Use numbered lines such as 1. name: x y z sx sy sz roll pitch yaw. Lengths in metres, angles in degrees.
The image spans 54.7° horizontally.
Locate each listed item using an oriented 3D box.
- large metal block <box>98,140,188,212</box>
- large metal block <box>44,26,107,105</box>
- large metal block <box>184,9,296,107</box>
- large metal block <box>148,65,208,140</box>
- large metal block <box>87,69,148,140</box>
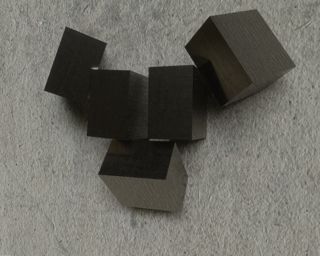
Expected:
1. large metal block: -0.016 0.059 0.379 0.080 0.080 0.050 1 51 20
2. large metal block: -0.111 -0.083 0.409 0.050 0.080 0.080 19 98 -18
3. large metal block: 0.088 -0.079 0.343 0.080 0.081 0.050 61 144 10
4. large metal block: 0.024 -0.027 0.372 0.050 0.080 0.079 1 90 20
5. large metal block: -0.047 -0.028 0.397 0.050 0.080 0.079 5 92 19
